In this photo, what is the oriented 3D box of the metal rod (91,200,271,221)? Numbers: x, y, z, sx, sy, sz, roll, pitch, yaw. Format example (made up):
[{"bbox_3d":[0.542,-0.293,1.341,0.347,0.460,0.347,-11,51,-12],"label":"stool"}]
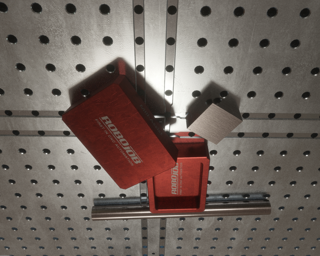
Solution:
[{"bbox_3d":[0.035,0.141,0.532,0.302,0.025,0.025,-2,130,1],"label":"metal rod"}]

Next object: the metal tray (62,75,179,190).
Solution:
[{"bbox_3d":[-0.048,0.010,0.395,0.090,0.030,0.130,-28,110,21],"label":"metal tray"}]

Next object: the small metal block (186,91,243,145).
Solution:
[{"bbox_3d":[0.069,-0.012,0.403,0.050,0.025,0.050,28,125,-22],"label":"small metal block"}]

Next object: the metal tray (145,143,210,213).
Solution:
[{"bbox_3d":[0.026,0.081,0.477,0.091,0.030,0.129,-2,130,1],"label":"metal tray"}]
